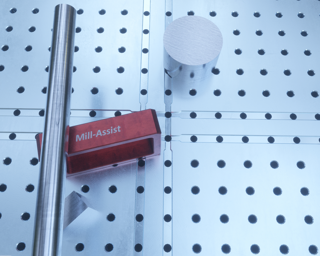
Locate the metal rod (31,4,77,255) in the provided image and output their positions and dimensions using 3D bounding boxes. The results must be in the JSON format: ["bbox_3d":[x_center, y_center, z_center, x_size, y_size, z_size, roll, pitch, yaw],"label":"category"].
[{"bbox_3d":[-0.105,0.003,0.312,0.025,0.025,0.299,-2,70,-1],"label":"metal rod"}]

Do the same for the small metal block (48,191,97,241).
[{"bbox_3d":[-0.105,0.103,0.360,0.050,0.050,0.025,-42,76,-14],"label":"small metal block"}]

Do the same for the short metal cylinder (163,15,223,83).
[{"bbox_3d":[0.044,-0.111,0.439,0.081,0.050,0.080,0,70,0],"label":"short metal cylinder"}]

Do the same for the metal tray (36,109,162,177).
[{"bbox_3d":[-0.065,0.021,0.368,0.131,0.090,0.030,-13,71,-5],"label":"metal tray"}]
